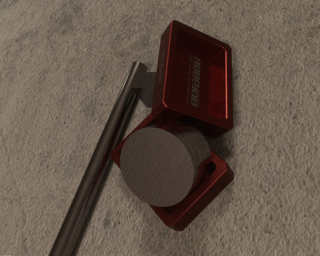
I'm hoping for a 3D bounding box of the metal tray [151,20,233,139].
[{"bbox_3d":[0.042,-0.060,0.376,0.030,0.091,0.130,-42,35,53],"label":"metal tray"}]

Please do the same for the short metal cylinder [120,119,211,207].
[{"bbox_3d":[0.006,0.034,0.321,0.080,0.050,0.079,6,103,26],"label":"short metal cylinder"}]

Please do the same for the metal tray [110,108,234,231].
[{"bbox_3d":[0.009,0.043,0.367,0.090,0.030,0.130,-45,51,-3],"label":"metal tray"}]

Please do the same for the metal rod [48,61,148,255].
[{"bbox_3d":[-0.078,0.036,0.420,0.025,0.025,0.300,6,64,30],"label":"metal rod"}]

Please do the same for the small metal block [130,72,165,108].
[{"bbox_3d":[-0.004,-0.051,0.420,0.050,0.050,0.025,4,64,29],"label":"small metal block"}]
